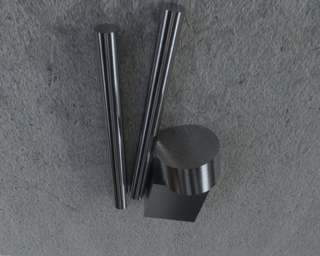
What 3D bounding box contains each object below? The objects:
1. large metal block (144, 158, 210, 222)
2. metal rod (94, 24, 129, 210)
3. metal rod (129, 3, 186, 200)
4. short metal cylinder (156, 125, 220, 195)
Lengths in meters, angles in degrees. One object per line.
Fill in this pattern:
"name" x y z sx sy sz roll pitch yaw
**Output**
"large metal block" 0.022 0.096 0.473 0.081 0.050 0.079 9 130 -8
"metal rod" -0.060 0.011 0.415 0.025 0.025 0.298 1 130 -1
"metal rod" -0.012 -0.007 0.400 0.025 0.025 0.298 7 130 -6
"short metal cylinder" 0.038 0.040 0.406 0.080 0.080 0.050 -7 130 5
